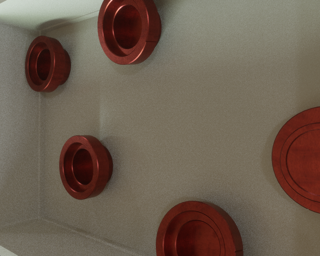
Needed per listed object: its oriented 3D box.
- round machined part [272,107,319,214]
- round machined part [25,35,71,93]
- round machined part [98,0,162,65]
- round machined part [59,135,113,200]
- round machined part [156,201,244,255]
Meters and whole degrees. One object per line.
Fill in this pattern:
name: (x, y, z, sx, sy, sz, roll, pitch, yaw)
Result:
round machined part: (0.147, 0.029, 0.274, 0.098, 0.042, 0.097, 0, 90, 39)
round machined part: (-0.197, -0.112, 0.555, 0.098, 0.042, 0.097, 0, 90, 39)
round machined part: (-0.037, -0.135, 0.417, 0.098, 0.042, 0.097, 11, 107, 40)
round machined part: (-0.112, 0.060, 0.485, 0.098, 0.042, 0.097, 0, 90, 39)
round machined part: (0.047, 0.132, 0.347, 0.098, 0.042, 0.098, -11, 70, 35)
